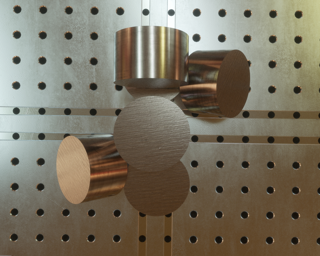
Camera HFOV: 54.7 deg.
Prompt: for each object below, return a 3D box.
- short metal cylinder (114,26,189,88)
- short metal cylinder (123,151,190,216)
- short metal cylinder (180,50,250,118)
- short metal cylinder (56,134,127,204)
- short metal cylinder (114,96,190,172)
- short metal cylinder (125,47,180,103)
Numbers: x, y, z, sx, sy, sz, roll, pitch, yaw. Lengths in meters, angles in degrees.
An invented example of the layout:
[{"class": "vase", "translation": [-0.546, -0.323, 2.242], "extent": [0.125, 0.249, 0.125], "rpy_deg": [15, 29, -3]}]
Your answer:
[{"class": "short metal cylinder", "translation": [-0.009, -0.073, 0.334], "extent": [0.081, 0.080, 0.050], "rpy_deg": [0, 90, 0]}, {"class": "short metal cylinder", "translation": [-0.004, 0.067, 0.400], "extent": [0.081, 0.050, 0.079], "rpy_deg": [0, 91, -1]}, {"class": "short metal cylinder", "translation": [0.069, -0.055, 0.379], "extent": [0.050, 0.080, 0.080], "rpy_deg": [11, 90, 40]}, {"class": "short metal cylinder", "translation": [-0.085, 0.048, 0.380], "extent": [0.050, 0.080, 0.080], "rpy_deg": [-2, 90, -44]}, {"class": "short metal cylinder", "translation": [-0.008, 0.006, 0.350], "extent": [0.081, 0.050, 0.079], "rpy_deg": [0, 90, 0]}, {"class": "short metal cylinder", "translation": [-0.007, -0.069, 0.400], "extent": [0.081, 0.050, 0.079], "rpy_deg": [0, 91, 0]}]
